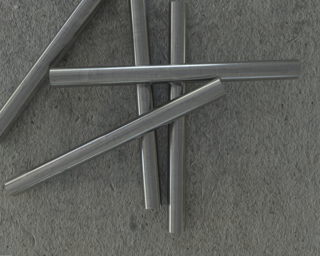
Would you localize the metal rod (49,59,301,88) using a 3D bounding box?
[{"bbox_3d":[0.019,-0.067,0.383,0.302,0.025,0.025,-2,90,0],"label":"metal rod"}]

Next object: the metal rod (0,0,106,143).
[{"bbox_3d":[-0.136,-0.103,0.408,0.025,0.025,0.299,36,90,0],"label":"metal rod"}]

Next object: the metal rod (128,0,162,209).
[{"bbox_3d":[-0.020,-0.045,0.409,0.025,0.025,0.298,-4,90,0],"label":"metal rod"}]

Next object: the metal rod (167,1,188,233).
[{"bbox_3d":[0.023,-0.014,0.409,0.025,0.025,0.298,0,90,0],"label":"metal rod"}]

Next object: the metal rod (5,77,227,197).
[{"bbox_3d":[-0.060,0.015,0.389,0.301,0.025,0.025,-26,90,8],"label":"metal rod"}]
